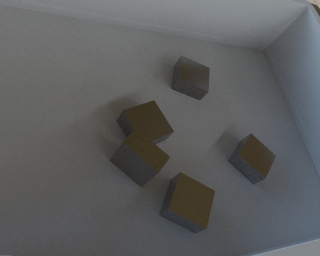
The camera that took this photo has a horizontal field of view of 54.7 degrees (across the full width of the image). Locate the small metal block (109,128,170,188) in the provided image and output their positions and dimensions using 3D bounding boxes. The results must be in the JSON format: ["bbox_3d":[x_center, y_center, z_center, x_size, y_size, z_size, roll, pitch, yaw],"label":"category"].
[{"bbox_3d":[-0.024,0.035,0.355,0.050,0.050,0.025,40,51,-1],"label":"small metal block"}]

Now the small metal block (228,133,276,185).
[{"bbox_3d":[0.134,0.044,0.451,0.050,0.025,0.050,43,51,1],"label":"small metal block"}]

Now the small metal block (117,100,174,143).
[{"bbox_3d":[-0.019,-0.003,0.397,0.050,0.025,0.050,-22,74,-36],"label":"small metal block"}]

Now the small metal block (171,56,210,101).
[{"bbox_3d":[0.048,-0.077,0.478,0.050,0.025,0.050,20,54,-17],"label":"small metal block"}]

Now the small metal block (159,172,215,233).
[{"bbox_3d":[0.033,0.089,0.369,0.050,0.025,0.050,29,52,-10],"label":"small metal block"}]
